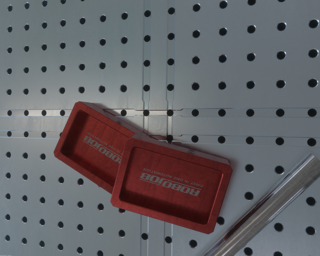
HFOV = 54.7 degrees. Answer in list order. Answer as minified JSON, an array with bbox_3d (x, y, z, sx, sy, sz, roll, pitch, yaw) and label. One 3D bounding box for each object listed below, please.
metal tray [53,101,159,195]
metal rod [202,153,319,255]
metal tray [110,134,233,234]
[{"bbox_3d":[-0.078,0.030,0.437,0.130,0.030,0.090,29,99,17],"label":"metal tray"},{"bbox_3d":[0.084,0.147,0.382,0.025,0.025,0.299,45,104,14],"label":"metal rod"},{"bbox_3d":[0.013,0.068,0.384,0.131,0.030,0.089,16,98,3],"label":"metal tray"}]
